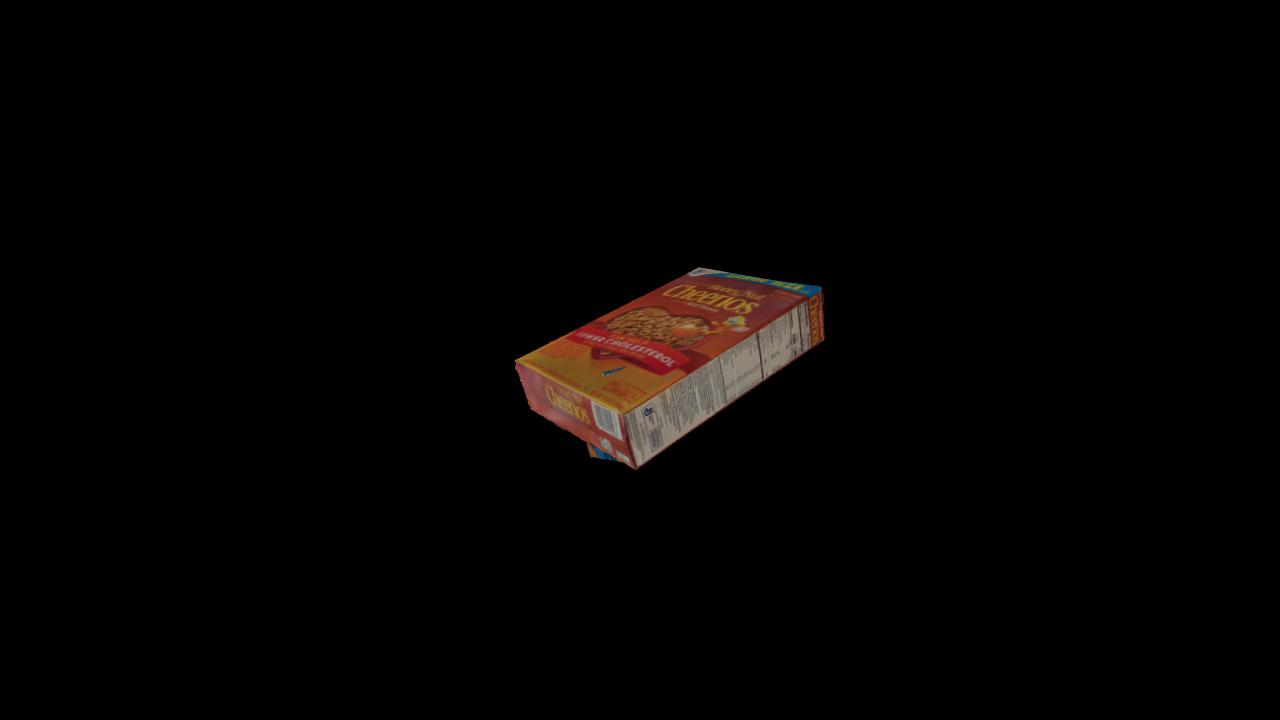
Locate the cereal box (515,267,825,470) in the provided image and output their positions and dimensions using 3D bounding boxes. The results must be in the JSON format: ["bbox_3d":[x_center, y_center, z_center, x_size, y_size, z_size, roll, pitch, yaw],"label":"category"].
[{"bbox_3d":[0.039,-0.013,0.709,0.306,0.081,0.203,-30,32,-30],"label":"cereal box"}]

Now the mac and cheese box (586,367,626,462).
[{"bbox_3d":[-0.033,0.064,0.688,0.041,0.093,0.184,-12,-5,-16],"label":"mac and cheese box"}]
